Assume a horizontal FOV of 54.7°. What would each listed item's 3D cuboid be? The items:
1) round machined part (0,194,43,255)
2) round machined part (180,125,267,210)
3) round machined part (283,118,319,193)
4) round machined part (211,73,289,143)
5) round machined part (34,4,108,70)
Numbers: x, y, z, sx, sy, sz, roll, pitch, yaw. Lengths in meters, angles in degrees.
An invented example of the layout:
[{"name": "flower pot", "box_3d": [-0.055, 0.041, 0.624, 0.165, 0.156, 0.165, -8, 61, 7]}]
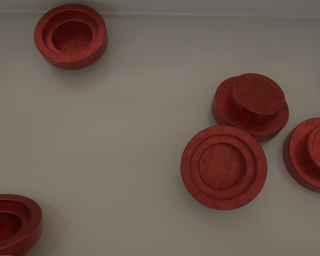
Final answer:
[{"name": "round machined part", "box_3d": [-0.180, 0.117, 0.337, 0.099, 0.098, 0.042, 7, 110, 2]}, {"name": "round machined part", "box_3d": [0.074, 0.046, 0.376, 0.099, 0.042, 0.097, 0, 86, 4]}, {"name": "round machined part", "box_3d": [0.213, 0.031, 0.392, 0.099, 0.042, 0.098, 0, 70, -1]}, {"name": "round machined part", "box_3d": [0.120, -0.033, 0.401, 0.099, 0.042, 0.098, 5, 55, -6]}, {"name": "round machined part", "box_3d": [-0.124, -0.125, 0.445, 0.099, 0.042, 0.098, 0, 70, -1]}]
